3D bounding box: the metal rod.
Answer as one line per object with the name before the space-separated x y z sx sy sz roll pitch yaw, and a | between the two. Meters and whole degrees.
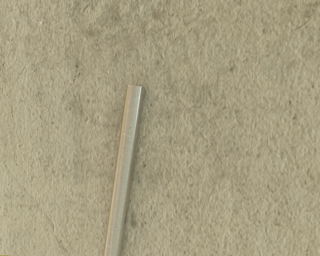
metal rod | -0.054 0.091 0.426 0.025 0.025 0.298 9 93 19
